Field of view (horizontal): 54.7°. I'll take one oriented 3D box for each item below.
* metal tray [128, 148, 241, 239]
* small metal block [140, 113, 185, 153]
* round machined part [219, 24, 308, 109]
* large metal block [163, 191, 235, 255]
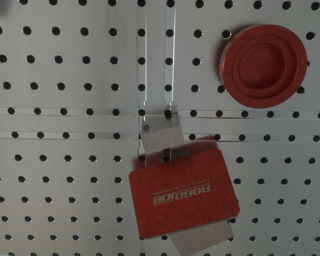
[{"bbox_3d":[0.030,0.088,0.415,0.131,0.030,0.090,-16,66,5],"label":"metal tray"},{"bbox_3d":[0.003,0.006,0.402,0.050,0.050,0.025,-13,110,4],"label":"small metal block"},{"bbox_3d":[0.122,-0.076,0.378,0.099,0.042,0.097,0,110,-1],"label":"round machined part"},{"bbox_3d":[0.049,0.127,0.448,0.080,0.050,0.080,-27,108,9],"label":"large metal block"}]
